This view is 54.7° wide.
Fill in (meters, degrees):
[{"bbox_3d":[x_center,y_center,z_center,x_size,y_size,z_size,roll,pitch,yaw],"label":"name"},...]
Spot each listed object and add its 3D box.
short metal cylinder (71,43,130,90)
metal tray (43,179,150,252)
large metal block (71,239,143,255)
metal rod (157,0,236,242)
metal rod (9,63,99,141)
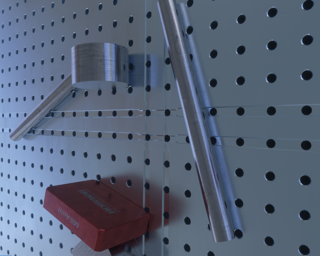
[{"bbox_3d":[-0.084,-0.085,0.441,0.080,0.081,0.050,-3,88,39],"label":"short metal cylinder"},{"bbox_3d":[-0.091,0.117,0.439,0.130,0.091,0.030,21,103,37],"label":"metal tray"},{"bbox_3d":[-0.075,0.190,0.453,0.080,0.050,0.080,-47,62,29],"label":"large metal block"},{"bbox_3d":[0.040,-0.019,0.374,0.025,0.025,0.299,-21,77,38],"label":"metal rod"},{"bbox_3d":[-0.203,-0.048,0.573,0.299,0.025,0.025,-32,71,35],"label":"metal rod"}]
